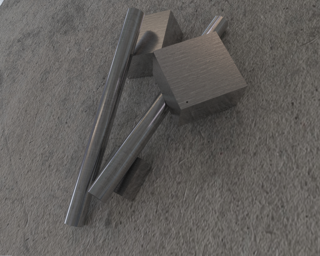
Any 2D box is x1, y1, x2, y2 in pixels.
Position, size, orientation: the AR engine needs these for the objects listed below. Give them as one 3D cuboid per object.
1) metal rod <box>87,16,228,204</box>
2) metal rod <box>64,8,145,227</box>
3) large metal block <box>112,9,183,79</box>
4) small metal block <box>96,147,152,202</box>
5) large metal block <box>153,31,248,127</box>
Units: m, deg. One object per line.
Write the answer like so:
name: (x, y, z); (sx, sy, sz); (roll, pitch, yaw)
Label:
metal rod: (0.008, -0.038, 0.402); (0.025, 0.025, 0.300); (20, 66, 35)
metal rod: (-0.071, -0.022, 0.414); (0.025, 0.025, 0.299); (8, 78, 31)
large metal block: (-0.017, -0.126, 0.474); (0.080, 0.050, 0.080); (-3, 60, 27)
small metal block: (-0.047, 0.058, 0.393); (0.050, 0.025, 0.050); (18, 71, 35)
large metal block: (0.044, -0.058, 0.371); (0.081, 0.050, 0.080); (-20, 70, -10)
